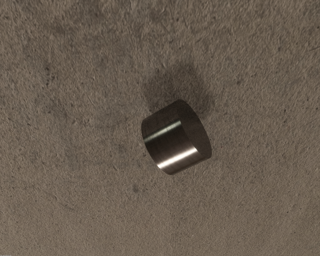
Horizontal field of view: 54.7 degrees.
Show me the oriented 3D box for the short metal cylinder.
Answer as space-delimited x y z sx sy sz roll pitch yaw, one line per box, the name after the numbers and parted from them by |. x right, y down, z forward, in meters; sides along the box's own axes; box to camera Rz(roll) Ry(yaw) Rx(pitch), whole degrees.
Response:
0.022 0.011 0.381 0.050 0.080 0.080 -29 125 22 | short metal cylinder
